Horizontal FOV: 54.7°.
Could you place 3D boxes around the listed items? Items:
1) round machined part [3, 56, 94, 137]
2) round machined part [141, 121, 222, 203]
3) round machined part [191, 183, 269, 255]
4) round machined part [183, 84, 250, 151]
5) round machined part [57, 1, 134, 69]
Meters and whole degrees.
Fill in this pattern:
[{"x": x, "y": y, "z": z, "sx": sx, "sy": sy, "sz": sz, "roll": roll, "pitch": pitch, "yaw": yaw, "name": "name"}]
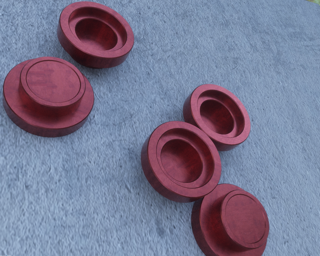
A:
[{"x": -0.123, "y": -0.042, "z": 0.352, "sx": 0.099, "sy": 0.042, "sz": 0.098, "roll": 14, "pitch": 56, "yaw": -21, "name": "round machined part"}, {"x": 0.022, "y": 0.044, "z": 0.378, "sx": 0.099, "sy": 0.042, "sz": 0.098, "roll": 13, "pitch": 56, "yaw": -21, "name": "round machined part"}, {"x": 0.090, "y": 0.113, "z": 0.372, "sx": 0.099, "sy": 0.042, "sz": 0.098, "roll": 14, "pitch": 56, "yaw": -21, "name": "round machined part"}, {"x": 0.075, "y": -0.011, "z": 0.440, "sx": 0.099, "sy": 0.042, "sz": 0.098, "roll": 14, "pitch": 56, "yaw": -21, "name": "round machined part"}, {"x": -0.088, "y": -0.119, "z": 0.418, "sx": 0.099, "sy": 0.042, "sz": 0.098, "roll": 14, "pitch": 56, "yaw": -21, "name": "round machined part"}]
